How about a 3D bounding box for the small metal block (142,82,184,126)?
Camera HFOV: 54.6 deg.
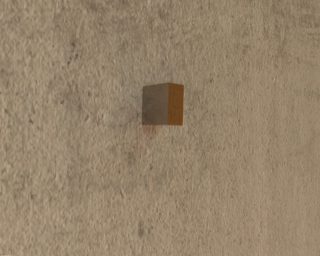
[{"bbox_3d":[0.003,-0.028,0.390,0.025,0.050,0.050,3,88,-40],"label":"small metal block"}]
